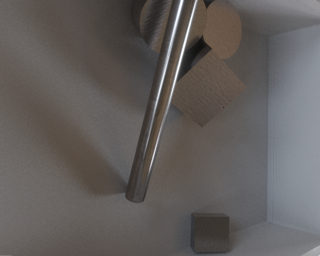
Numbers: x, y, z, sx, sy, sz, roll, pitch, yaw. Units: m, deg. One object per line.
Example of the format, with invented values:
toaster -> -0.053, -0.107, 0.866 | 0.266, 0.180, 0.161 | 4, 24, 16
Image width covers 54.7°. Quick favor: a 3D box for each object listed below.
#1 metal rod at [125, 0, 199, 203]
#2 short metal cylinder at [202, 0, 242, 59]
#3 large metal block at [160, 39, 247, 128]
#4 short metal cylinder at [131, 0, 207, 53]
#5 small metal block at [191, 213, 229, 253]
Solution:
metal rod -> 0.005, -0.050, 0.335 | 0.025, 0.025, 0.298 | -3, 116, -40
short metal cylinder -> 0.072, -0.139, 0.446 | 0.081, 0.050, 0.079 | -7, 101, -37
large metal block -> 0.052, -0.060, 0.411 | 0.080, 0.050, 0.080 | -43, 126, 14
short metal cylinder -> 0.010, -0.135, 0.374 | 0.081, 0.050, 0.079 | -9, 127, -12
small metal block -> 0.073, 0.153, 0.455 | 0.050, 0.025, 0.050 | 2, 86, -7
